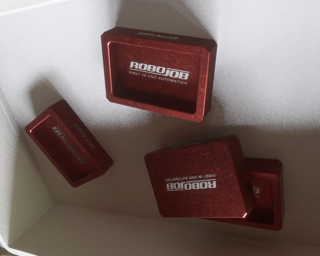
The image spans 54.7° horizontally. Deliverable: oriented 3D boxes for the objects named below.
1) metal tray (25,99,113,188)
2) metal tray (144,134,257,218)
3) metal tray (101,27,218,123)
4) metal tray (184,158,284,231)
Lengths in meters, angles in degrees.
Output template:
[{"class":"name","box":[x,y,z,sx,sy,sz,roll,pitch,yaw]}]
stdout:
[{"class":"metal tray","box":[-0.148,0.029,0.501,0.090,0.030,0.130,-28,103,37]},{"class":"metal tray","box":[0.046,0.065,0.391,0.130,0.030,0.090,-15,92,41]},{"class":"metal tray","box":[-0.004,-0.064,0.367,0.130,0.030,0.089,14,124,20]},{"class":"metal tray","box":[0.091,0.082,0.407,0.130,0.030,0.089,1,119,27]}]
